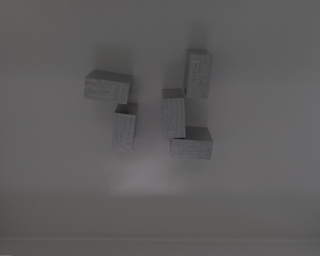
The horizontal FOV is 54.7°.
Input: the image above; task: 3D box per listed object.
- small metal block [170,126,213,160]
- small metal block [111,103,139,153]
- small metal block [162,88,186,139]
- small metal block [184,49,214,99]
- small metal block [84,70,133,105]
[{"bbox_3d":[0.039,0.018,0.405,0.050,0.050,0.025,4,110,-2],"label":"small metal block"},{"bbox_3d":[-0.044,-0.002,0.397,0.025,0.050,0.050,7,110,-3],"label":"small metal block"},{"bbox_3d":[0.017,-0.020,0.391,0.025,0.050,0.050,-3,110,1],"label":"small metal block"},{"bbox_3d":[0.045,-0.066,0.374,0.025,0.050,0.050,4,110,-2],"label":"small metal block"},{"bbox_3d":[-0.061,-0.051,0.378,0.050,0.050,0.025,8,110,-3],"label":"small metal block"}]
